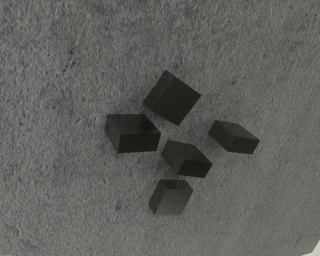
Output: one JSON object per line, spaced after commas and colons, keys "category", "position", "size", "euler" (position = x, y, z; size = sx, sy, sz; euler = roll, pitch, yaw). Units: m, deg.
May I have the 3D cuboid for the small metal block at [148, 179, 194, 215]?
{"category": "small metal block", "position": [0.017, 0.108, 0.483], "size": [0.050, 0.025, 0.050], "euler": [10, 113, -33]}

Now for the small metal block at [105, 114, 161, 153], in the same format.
{"category": "small metal block", "position": [-0.034, 0.005, 0.375], "size": [0.050, 0.050, 0.025], "euler": [-1, 119, -28]}

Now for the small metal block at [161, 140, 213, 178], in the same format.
{"category": "small metal block", "position": [0.037, 0.044, 0.438], "size": [0.050, 0.050, 0.025], "euler": [13, 112, -34]}

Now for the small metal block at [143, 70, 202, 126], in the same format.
{"category": "small metal block", "position": [0.016, -0.037, 0.392], "size": [0.050, 0.025, 0.050], "euler": [28, 103, -38]}

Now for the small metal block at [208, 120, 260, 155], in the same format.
{"category": "small metal block", "position": [0.109, 0.013, 0.458], "size": [0.050, 0.050, 0.025], "euler": [8, 114, -32]}
